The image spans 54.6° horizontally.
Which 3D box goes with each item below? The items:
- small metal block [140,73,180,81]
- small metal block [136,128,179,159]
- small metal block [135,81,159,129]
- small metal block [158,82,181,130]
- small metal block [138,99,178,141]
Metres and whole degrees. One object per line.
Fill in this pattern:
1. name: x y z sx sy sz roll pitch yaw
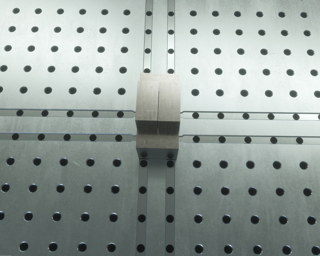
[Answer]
1. small metal block: -0.001 -0.050 0.416 0.050 0.050 0.025 2 70 1
2. small metal block: -0.003 0.021 0.391 0.050 0.050 0.025 1 70 1
3. small metal block: -0.015 -0.023 0.380 0.025 0.050 0.050 2 70 1
4. small metal block: 0.012 -0.023 0.380 0.025 0.050 0.050 1 70 2
5. small metal block: -0.002 -0.010 0.415 0.050 0.025 0.050 1 70 2
